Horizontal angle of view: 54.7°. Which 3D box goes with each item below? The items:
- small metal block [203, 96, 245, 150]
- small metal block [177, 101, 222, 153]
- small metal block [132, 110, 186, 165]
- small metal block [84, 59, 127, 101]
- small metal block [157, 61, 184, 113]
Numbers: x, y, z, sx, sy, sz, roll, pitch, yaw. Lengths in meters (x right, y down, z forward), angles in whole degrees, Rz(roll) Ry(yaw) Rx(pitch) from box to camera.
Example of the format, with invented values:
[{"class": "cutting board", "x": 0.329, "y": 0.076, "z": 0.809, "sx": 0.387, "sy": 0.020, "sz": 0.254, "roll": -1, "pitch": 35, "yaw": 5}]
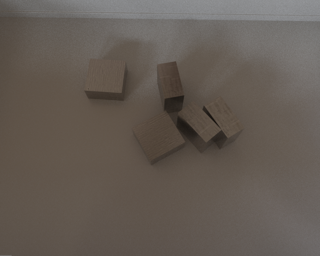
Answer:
[{"class": "small metal block", "x": 0.078, "y": -0.006, "z": 0.399, "sx": 0.025, "sy": 0.050, "sz": 0.050, "roll": -30, "pitch": 73, "yaw": -10}, {"class": "small metal block", "x": 0.048, "y": 0.000, "z": 0.397, "sx": 0.025, "sy": 0.050, "sz": 0.050, "roll": -38, "pitch": 75, "yaw": -12}, {"class": "small metal block", "x": -0.002, "y": 0.013, "z": 0.405, "sx": 0.050, "sy": 0.025, "sz": 0.050, "roll": -28, "pitch": 73, "yaw": -10}, {"class": "small metal block", "x": -0.074, "y": -0.068, "z": 0.434, "sx": 0.050, "sy": 0.025, "sz": 0.050, "roll": 4, "pitch": 70, "yaw": 1}, {"class": "small metal block", "x": 0.013, "y": -0.053, "z": 0.416, "sx": 0.025, "sy": 0.050, "sz": 0.050, "roll": -10, "pitch": 71, "yaw": -4}]
